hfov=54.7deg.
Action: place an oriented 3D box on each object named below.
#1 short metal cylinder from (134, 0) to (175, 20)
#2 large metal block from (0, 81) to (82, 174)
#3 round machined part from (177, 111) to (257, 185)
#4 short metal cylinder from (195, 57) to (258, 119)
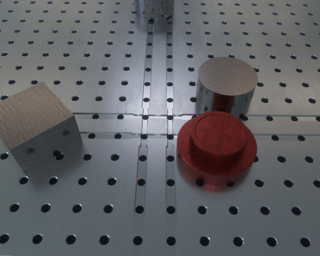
[{"bbox_3d":[-0.011,-0.255,0.605,0.081,0.050,0.080,0,50,0],"label":"short metal cylinder"},{"bbox_3d":[-0.159,-0.003,0.393,0.080,0.050,0.080,-33,58,-25],"label":"large metal block"},{"bbox_3d":[0.070,0.017,0.383,0.099,0.042,0.098,0,50,0],"label":"round machined part"},{"bbox_3d":[0.092,-0.056,0.439,0.081,0.050,0.080,0,50,0],"label":"short metal cylinder"}]
